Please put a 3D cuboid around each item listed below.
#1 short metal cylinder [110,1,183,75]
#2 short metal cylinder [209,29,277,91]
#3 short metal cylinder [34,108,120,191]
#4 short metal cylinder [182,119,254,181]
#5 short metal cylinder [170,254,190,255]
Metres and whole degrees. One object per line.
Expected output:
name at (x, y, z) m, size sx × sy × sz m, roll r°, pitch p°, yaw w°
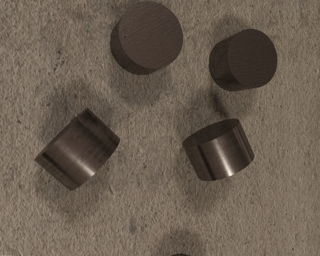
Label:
short metal cylinder at (-0.018, -0.110, 0.390) m, size 0.081 × 0.050 × 0.079 m, roll 0°, pitch 90°, yaw -20°
short metal cylinder at (0.117, -0.094, 0.440) m, size 0.081 × 0.050 × 0.079 m, roll 0°, pitch 90°, yaw -21°
short metal cylinder at (-0.091, 0.023, 0.347) m, size 0.050 × 0.080 × 0.080 m, roll 46°, pitch 76°, yaw -15°
short metal cylinder at (0.077, 0.028, 0.410) m, size 0.081 × 0.080 × 0.050 m, roll -29°, pitch 100°, yaw -18°
short metal cylinder at (0.032, 0.216, 0.409) m, size 0.081 × 0.050 × 0.079 m, roll 0°, pitch 90°, yaw -21°
